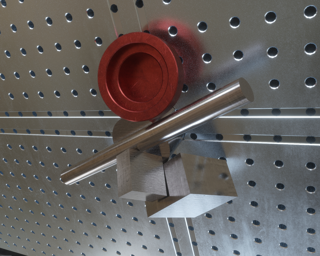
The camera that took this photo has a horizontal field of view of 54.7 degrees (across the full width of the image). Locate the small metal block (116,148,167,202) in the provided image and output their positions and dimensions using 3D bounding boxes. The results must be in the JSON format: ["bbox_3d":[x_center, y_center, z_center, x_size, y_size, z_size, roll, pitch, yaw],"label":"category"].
[{"bbox_3d":[-0.022,0.056,0.361,0.050,0.050,0.025,19,142,-39],"label":"small metal block"}]

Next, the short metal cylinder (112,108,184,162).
[{"bbox_3d":[-0.014,0.009,0.406,0.080,0.050,0.079,13,124,20],"label":"short metal cylinder"}]

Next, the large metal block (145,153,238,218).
[{"bbox_3d":[0.036,0.076,0.393,0.081,0.050,0.080,13,142,-37],"label":"large metal block"}]

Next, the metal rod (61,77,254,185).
[{"bbox_3d":[-0.029,0.019,0.371,0.299,0.025,0.025,-27,104,37],"label":"metal rod"}]

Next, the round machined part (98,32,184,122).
[{"bbox_3d":[-0.019,-0.058,0.358,0.098,0.042,0.097,3,97,22],"label":"round machined part"}]
